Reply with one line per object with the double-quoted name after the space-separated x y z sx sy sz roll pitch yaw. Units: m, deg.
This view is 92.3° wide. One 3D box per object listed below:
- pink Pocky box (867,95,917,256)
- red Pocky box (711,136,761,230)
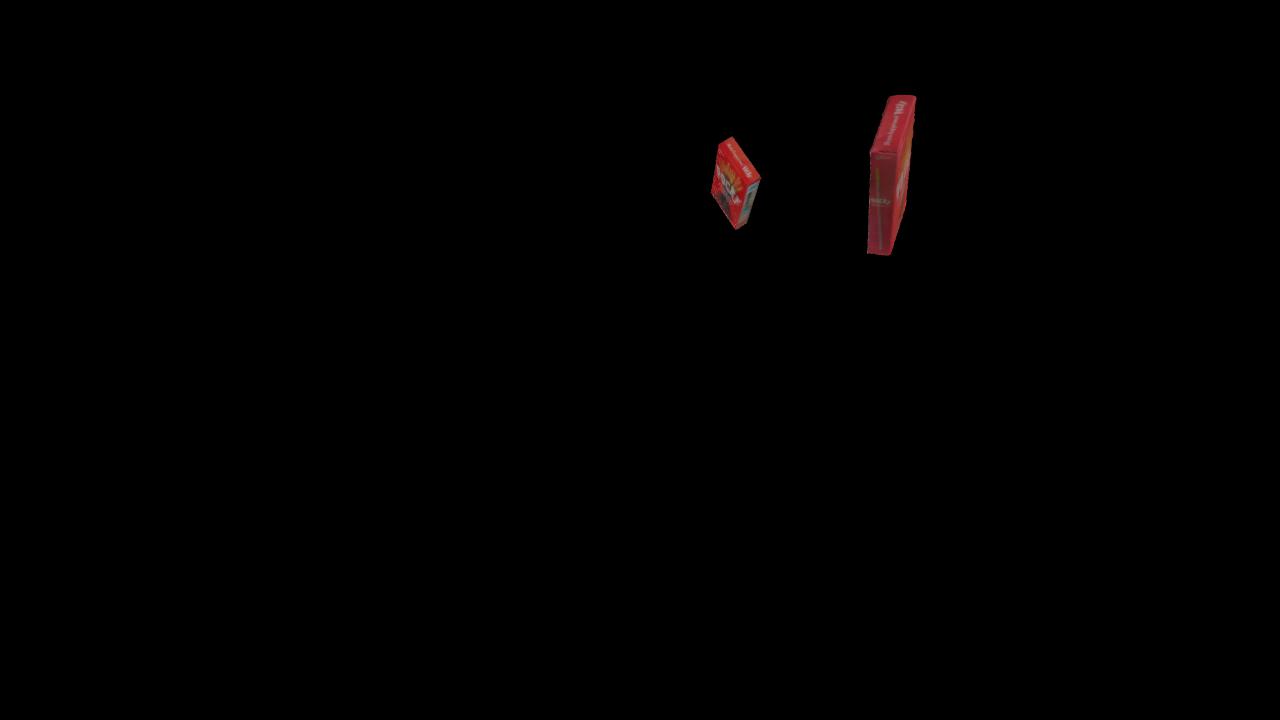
0.270 -0.194 0.664 0.029 0.084 0.155 13 -26 26 "pink Pocky box"
0.148 -0.276 0.974 0.028 0.083 0.155 -29 -12 -5 "red Pocky box"
